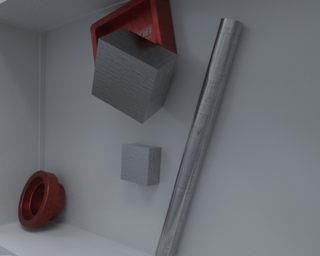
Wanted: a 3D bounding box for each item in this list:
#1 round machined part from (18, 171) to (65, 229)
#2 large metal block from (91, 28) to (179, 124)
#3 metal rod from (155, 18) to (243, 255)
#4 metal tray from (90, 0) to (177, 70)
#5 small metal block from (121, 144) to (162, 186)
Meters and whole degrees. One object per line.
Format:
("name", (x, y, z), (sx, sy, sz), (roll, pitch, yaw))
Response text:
("round machined part", (-0.206, 0.128, 0.549), (0.098, 0.042, 0.098), (-21, 57, 37))
("large metal block", (-0.033, -0.065, 0.384), (0.080, 0.050, 0.079), (30, 131, 14))
("metal rod", (0.042, 0.024, 0.370), (0.025, 0.025, 0.298), (23, 105, 37))
("metal tray", (-0.042, -0.123, 0.435), (0.130, 0.030, 0.089), (-13, 82, 39))
("small metal block", (-0.027, 0.049, 0.427), (0.050, 0.025, 0.050), (6, 94, 39))
